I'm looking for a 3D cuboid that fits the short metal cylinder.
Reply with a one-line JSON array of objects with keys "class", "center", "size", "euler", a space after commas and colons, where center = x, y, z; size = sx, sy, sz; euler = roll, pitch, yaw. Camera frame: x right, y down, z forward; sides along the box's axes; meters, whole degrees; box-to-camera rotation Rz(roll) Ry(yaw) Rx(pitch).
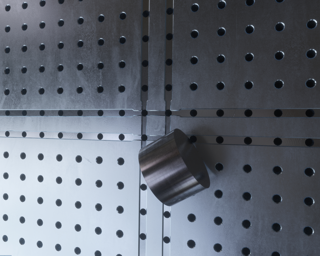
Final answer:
[{"class": "short metal cylinder", "center": [0.018, 0.047, 0.376], "size": [0.050, 0.080, 0.080], "euler": [-31, 80, 17]}]
